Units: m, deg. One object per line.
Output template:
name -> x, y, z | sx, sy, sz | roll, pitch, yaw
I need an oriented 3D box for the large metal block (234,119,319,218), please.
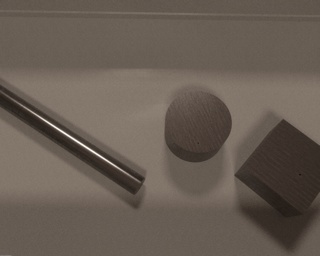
large metal block -> 0.153, 0.050, 0.380 | 0.080, 0.050, 0.080 | 40, 74, 13

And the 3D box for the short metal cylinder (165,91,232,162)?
short metal cylinder -> 0.046, 0.000, 0.397 | 0.081, 0.050, 0.080 | 0, 70, 0

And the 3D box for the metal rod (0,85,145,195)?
metal rod -> -0.152, -0.004, 0.409 | 0.301, 0.025, 0.025 | 31, 73, 10
